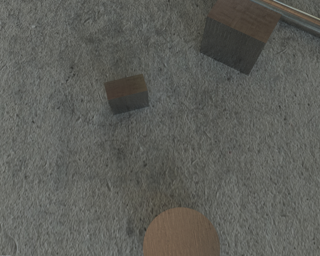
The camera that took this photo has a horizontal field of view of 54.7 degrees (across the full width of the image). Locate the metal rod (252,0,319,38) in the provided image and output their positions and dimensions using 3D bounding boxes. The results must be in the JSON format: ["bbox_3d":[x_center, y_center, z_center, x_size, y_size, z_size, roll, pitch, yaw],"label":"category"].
[{"bbox_3d":[0.139,-0.204,0.483,0.301,0.025,0.025,29,73,10],"label":"metal rod"}]

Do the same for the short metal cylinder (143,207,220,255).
[{"bbox_3d":[0.023,0.132,0.347,0.081,0.050,0.080,0,70,0],"label":"short metal cylinder"}]

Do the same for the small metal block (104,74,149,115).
[{"bbox_3d":[-0.043,-0.043,0.410,0.050,0.050,0.025,-15,71,-5],"label":"small metal block"}]

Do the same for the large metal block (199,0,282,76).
[{"bbox_3d":[0.106,-0.128,0.427,0.080,0.080,0.050,29,73,10],"label":"large metal block"}]
